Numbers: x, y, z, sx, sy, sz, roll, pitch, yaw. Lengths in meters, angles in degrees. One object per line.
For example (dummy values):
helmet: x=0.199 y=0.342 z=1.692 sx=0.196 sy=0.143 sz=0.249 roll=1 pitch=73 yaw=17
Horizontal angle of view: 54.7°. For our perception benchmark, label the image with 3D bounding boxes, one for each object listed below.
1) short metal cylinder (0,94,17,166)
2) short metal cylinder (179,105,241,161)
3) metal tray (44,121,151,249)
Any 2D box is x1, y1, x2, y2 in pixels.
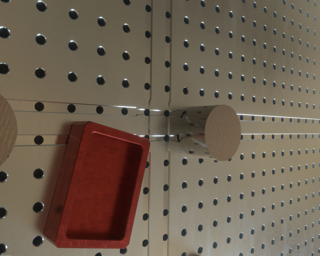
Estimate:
short metal cylinder: x=-0.167 y=0.001 z=0.253 sx=0.081 sy=0.050 sz=0.080 roll=0 pitch=90 yaw=-40
short metal cylinder: x=0.074 y=0.007 z=0.455 sx=0.081 sy=0.050 sz=0.080 roll=0 pitch=90 yaw=-40
metal tray: x=-0.066 y=0.065 z=0.350 sx=0.091 sy=0.030 sz=0.129 roll=19 pitch=78 yaw=-38
